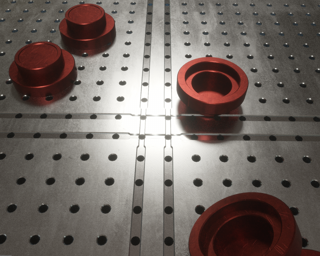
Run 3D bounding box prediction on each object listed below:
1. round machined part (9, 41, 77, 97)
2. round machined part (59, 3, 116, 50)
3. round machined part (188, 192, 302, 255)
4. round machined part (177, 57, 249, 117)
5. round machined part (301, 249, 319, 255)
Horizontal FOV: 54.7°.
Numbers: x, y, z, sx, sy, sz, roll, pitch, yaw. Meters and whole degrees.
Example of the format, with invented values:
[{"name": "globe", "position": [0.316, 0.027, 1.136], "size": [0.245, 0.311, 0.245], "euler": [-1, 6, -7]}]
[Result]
[{"name": "round machined part", "position": [-0.181, -0.096, 0.475], "size": [0.099, 0.042, 0.098], "euler": [0, 50, 0]}, {"name": "round machined part", "position": [-0.130, -0.185, 0.551], "size": [0.099, 0.042, 0.098], "euler": [0, 50, 0]}, {"name": "round machined part", "position": [0.080, 0.109, 0.286], "size": [0.098, 0.042, 0.098], "euler": [-24, 22, 11]}, {"name": "round machined part", "position": [0.073, -0.055, 0.444], "size": [0.099, 0.042, 0.098], "euler": [0, 50, 0]}, {"name": "round machined part", "position": [0.138, 0.154, 0.269], "size": [0.099, 0.042, 0.098], "euler": [0, 50, 0]}]
